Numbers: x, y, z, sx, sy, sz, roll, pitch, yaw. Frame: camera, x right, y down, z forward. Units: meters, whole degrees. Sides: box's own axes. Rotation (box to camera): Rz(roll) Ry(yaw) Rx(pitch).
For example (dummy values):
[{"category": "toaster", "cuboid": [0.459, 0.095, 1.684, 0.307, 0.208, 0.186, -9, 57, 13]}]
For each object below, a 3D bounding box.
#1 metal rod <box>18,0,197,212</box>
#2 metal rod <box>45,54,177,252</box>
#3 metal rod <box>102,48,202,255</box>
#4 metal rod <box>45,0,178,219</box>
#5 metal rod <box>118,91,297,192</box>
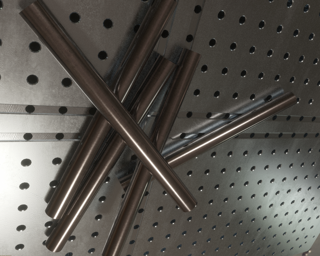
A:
[{"category": "metal rod", "cuboid": [-0.040, -0.003, 0.350, 0.025, 0.025, 0.300, -38, 118, -3]}, {"category": "metal rod", "cuboid": [-0.069, 0.041, 0.400, 0.025, 0.025, 0.299, 23, 106, -37]}, {"category": "metal rod", "cuboid": [-0.015, 0.043, 0.406, 0.025, 0.025, 0.298, 14, 103, -35]}, {"category": "metal rod", "cuboid": [-0.065, -0.014, 0.367, 0.025, 0.025, 0.298, 20, 108, -36]}, {"category": "metal rod", "cuboid": [0.079, 0.017, 0.467, 0.302, 0.025, 0.025, -26, 128, -12]}]
